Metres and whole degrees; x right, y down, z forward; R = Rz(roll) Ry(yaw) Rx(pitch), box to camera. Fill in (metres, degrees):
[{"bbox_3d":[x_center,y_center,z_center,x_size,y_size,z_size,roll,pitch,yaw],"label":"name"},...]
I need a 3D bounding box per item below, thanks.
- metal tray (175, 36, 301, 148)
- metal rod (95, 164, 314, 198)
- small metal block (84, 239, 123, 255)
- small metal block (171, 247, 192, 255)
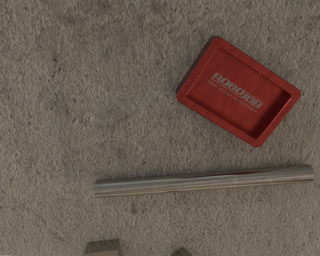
[{"bbox_3d":[0.097,-0.044,0.392,0.131,0.030,0.090,30,107,-11],"label":"metal tray"},{"bbox_3d":[0.060,0.075,0.438,0.302,0.025,0.025,-4,110,1],"label":"metal rod"},{"bbox_3d":[-0.086,0.204,0.484,0.050,0.025,0.050,-8,110,2],"label":"small metal block"},{"bbox_3d":[0.043,0.224,0.480,0.025,0.050,0.050,-38,106,12],"label":"small metal block"}]
